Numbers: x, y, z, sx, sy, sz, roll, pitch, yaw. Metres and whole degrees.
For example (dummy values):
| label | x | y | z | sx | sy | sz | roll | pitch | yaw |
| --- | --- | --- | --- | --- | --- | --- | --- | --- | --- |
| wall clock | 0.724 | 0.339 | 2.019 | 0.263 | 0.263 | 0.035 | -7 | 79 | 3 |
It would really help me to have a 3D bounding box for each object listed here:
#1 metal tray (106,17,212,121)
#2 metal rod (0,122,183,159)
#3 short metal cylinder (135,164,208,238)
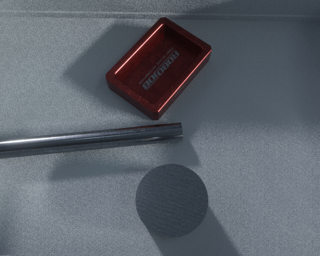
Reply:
| label | x | y | z | sx | sy | sz | roll | pitch | yaw |
| --- | --- | --- | --- | --- | --- | --- | --- | --- | --- |
| metal tray | -0.001 | -0.086 | 0.438 | 0.090 | 0.030 | 0.130 | 36 | 74 | 12 |
| metal rod | -0.122 | 0.019 | 0.401 | 0.302 | 0.025 | 0.025 | -5 | 70 | -3 |
| short metal cylinder | 0.013 | 0.087 | 0.365 | 0.081 | 0.050 | 0.080 | 0 | 70 | 0 |
